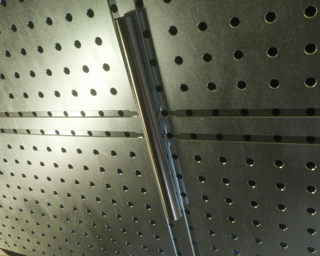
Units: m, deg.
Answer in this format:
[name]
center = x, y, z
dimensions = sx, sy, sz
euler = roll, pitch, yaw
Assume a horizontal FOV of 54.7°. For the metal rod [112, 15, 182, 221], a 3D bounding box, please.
[metal rod]
center = -0.010, 0.004, 0.417
dimensions = 0.025, 0.025, 0.298
euler = 0, 119, 28
